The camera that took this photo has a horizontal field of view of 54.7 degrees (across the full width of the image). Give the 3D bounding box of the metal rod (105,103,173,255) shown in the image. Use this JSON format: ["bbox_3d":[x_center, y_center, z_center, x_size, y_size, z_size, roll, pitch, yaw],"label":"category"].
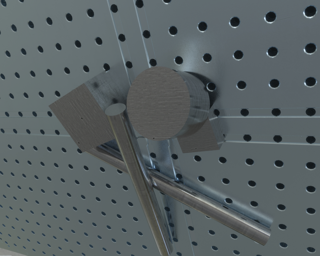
[{"bbox_3d":[-0.021,0.094,0.446,0.025,0.025,0.298,5,131,25],"label":"metal rod"}]

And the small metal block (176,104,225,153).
[{"bbox_3d":[0.047,0.002,0.387,0.050,0.025,0.050,-9,114,31],"label":"small metal block"}]

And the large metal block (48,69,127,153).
[{"bbox_3d":[-0.091,-0.022,0.428,0.080,0.050,0.080,-23,107,36],"label":"large metal block"}]

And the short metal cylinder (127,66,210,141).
[{"bbox_3d":[0.009,-0.027,0.353,0.080,0.050,0.079,2,93,31],"label":"short metal cylinder"}]

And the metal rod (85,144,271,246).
[{"bbox_3d":[0.014,0.087,0.455,0.301,0.025,0.025,26,127,11],"label":"metal rod"}]
